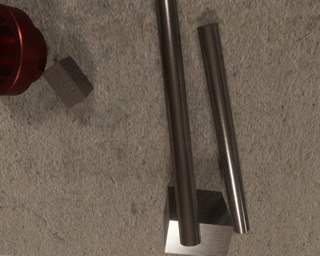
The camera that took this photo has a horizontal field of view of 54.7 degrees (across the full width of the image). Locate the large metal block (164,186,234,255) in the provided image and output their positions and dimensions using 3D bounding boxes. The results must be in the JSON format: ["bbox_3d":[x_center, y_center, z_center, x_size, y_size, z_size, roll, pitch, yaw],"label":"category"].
[{"bbox_3d":[0.049,0.127,0.428,0.081,0.080,0.050,6,110,-3],"label":"large metal block"}]

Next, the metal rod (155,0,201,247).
[{"bbox_3d":[0.021,-0.012,0.361,0.025,0.025,0.298,-6,93,2],"label":"metal rod"}]

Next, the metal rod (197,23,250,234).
[{"bbox_3d":[0.089,0.015,0.416,0.025,0.025,0.298,-12,110,4],"label":"metal rod"}]

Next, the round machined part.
[{"bbox_3d":[-0.167,-0.085,0.351,0.098,0.042,0.097,4,97,32],"label":"round machined part"}]

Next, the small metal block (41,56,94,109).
[{"bbox_3d":[-0.109,-0.056,0.374,0.025,0.050,0.050,-31,108,11],"label":"small metal block"}]
